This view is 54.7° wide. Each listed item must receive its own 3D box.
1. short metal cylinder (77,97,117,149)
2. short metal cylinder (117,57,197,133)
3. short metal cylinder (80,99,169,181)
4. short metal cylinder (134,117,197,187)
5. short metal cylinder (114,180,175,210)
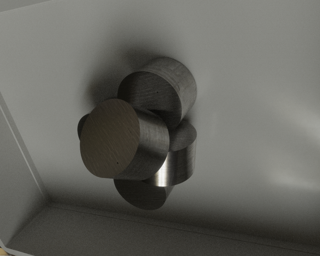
[{"bbox_3d":[-0.064,0.004,0.424,0.080,0.050,0.079,13,124,20],"label":"short metal cylinder"},{"bbox_3d":[-0.003,-0.038,0.367,0.080,0.050,0.079,13,124,20],"label":"short metal cylinder"},{"bbox_3d":[-0.037,0.014,0.327,0.080,0.050,0.080,-9,74,33],"label":"short metal cylinder"},{"bbox_3d":[0.004,0.027,0.385,0.080,0.080,0.050,13,124,21],"label":"short metal cylinder"},{"bbox_3d":[-0.018,0.069,0.441,0.080,0.050,0.079,13,124,20],"label":"short metal cylinder"}]
